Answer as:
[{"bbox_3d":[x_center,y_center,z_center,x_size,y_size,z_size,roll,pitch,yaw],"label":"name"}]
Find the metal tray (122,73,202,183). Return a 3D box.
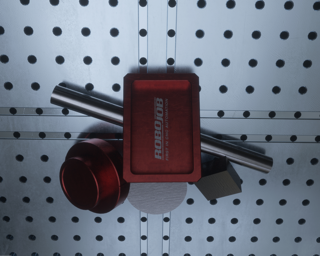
[{"bbox_3d":[0.002,0.000,0.375,0.091,0.030,0.129,0,81,-1],"label":"metal tray"}]

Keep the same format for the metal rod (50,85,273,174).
[{"bbox_3d":[0.008,0.005,0.411,0.302,0.025,0.025,18,109,-7],"label":"metal rod"}]

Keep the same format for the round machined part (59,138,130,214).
[{"bbox_3d":[-0.090,0.066,0.399,0.098,0.042,0.097,9,107,31],"label":"round machined part"}]

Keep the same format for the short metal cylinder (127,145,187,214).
[{"bbox_3d":[-0.005,0.069,0.421,0.081,0.050,0.079,0,110,0],"label":"short metal cylinder"}]

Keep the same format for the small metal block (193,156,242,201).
[{"bbox_3d":[0.078,0.070,0.424,0.050,0.025,0.050,-21,126,24],"label":"small metal block"}]
